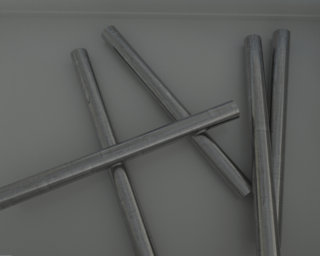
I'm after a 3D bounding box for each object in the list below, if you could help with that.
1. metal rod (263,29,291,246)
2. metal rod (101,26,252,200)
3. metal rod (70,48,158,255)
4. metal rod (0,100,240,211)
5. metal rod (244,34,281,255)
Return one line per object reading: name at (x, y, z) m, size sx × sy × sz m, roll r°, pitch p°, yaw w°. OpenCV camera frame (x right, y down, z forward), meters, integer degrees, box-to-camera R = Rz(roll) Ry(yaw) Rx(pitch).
metal rod at (0.154, -0.002, 0.410) m, size 0.025 × 0.025 × 0.299 m, roll 10°, pitch 70°, yaw 3°
metal rod at (0.016, -0.031, 0.420) m, size 0.025 × 0.025 × 0.300 m, roll -36°, pitch 74°, yaw -12°
metal rod at (-0.064, 0.024, 0.400) m, size 0.025 × 0.025 × 0.299 m, roll -19°, pitch 71°, yaw -7°
metal rod at (-0.046, 0.029, 0.370) m, size 0.302 × 0.025 × 0.025 m, roll -21°, pitch 72°, yaw -8°
metal rod at (0.126, 0.005, 0.394) m, size 0.025 × 0.025 × 0.299 m, roll 4°, pitch 65°, yaw 1°
